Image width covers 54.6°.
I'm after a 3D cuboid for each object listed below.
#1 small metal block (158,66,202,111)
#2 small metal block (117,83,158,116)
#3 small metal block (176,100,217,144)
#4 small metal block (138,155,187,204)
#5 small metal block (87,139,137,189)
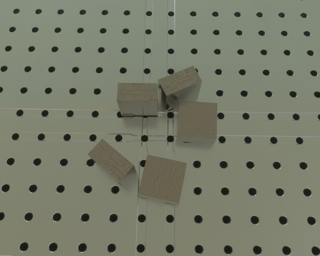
[{"bbox_3d":[0.026,-0.052,0.418,0.050,0.050,0.025,-23,72,-8],"label":"small metal block"},{"bbox_3d":[-0.028,-0.037,0.412,0.050,0.050,0.025,0,70,0],"label":"small metal block"},{"bbox_3d":[0.049,-0.007,0.415,0.050,0.025,0.050,4,70,1],"label":"small metal block"},{"bbox_3d":[0.004,0.065,0.388,0.050,0.025,0.050,12,70,4],"label":"small metal block"},{"bbox_3d":[-0.057,0.045,0.382,0.050,0.050,0.025,38,75,13],"label":"small metal block"}]
